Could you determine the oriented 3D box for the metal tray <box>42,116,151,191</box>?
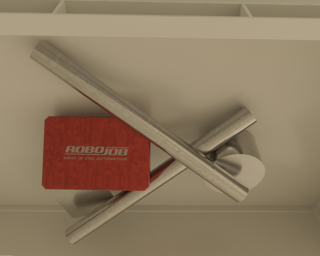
[{"bbox_3d":[-0.078,0.032,0.394,0.131,0.030,0.089,1,86,0],"label":"metal tray"}]

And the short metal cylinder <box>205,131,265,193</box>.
[{"bbox_3d":[0.099,0.047,0.431,0.081,0.050,0.079,0,130,0],"label":"short metal cylinder"}]

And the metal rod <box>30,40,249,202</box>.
[{"bbox_3d":[-0.014,0.000,0.368,0.301,0.025,0.025,36,122,-12],"label":"metal rod"}]

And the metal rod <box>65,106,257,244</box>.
[{"bbox_3d":[-0.005,0.068,0.417,0.300,0.025,0.025,-35,123,9],"label":"metal rod"}]

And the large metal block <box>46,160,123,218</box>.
[{"bbox_3d":[-0.107,0.082,0.455,0.080,0.050,0.080,-15,129,12],"label":"large metal block"}]
